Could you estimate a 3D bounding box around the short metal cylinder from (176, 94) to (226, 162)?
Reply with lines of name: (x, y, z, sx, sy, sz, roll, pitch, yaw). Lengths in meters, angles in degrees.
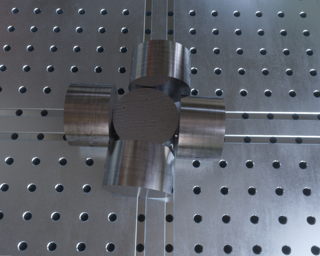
short metal cylinder: (0.048, 0.000, 0.383, 0.050, 0.080, 0.080, 4, 70, 1)

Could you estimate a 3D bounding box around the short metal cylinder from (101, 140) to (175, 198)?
short metal cylinder: (-0.025, 0.050, 0.363, 0.080, 0.080, 0.050, 6, 70, 2)

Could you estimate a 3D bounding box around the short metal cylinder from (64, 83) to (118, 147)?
short metal cylinder: (-0.083, -0.016, 0.387, 0.050, 0.080, 0.080, 2, 70, 0)

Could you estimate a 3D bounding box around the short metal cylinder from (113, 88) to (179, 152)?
short metal cylinder: (-0.018, -0.005, 0.400, 0.081, 0.050, 0.080, 1, 70, -1)

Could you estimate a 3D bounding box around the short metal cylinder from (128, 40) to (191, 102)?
short metal cylinder: (0.001, -0.071, 0.408, 0.080, 0.080, 0.050, 3, 70, 1)
